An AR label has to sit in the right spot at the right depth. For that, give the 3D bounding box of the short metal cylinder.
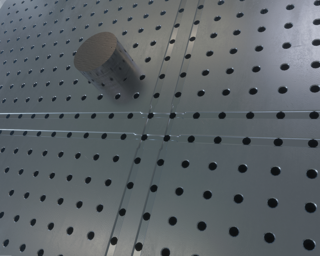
[{"bbox_3d":[-0.093,-0.110,0.508,0.080,0.050,0.080,-13,56,21],"label":"short metal cylinder"}]
